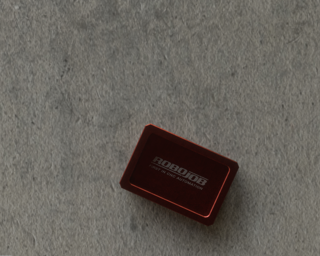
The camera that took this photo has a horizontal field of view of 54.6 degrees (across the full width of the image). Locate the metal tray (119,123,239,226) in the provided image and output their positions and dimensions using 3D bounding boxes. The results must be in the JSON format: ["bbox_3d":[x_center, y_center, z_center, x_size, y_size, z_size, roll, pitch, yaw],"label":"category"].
[{"bbox_3d":[0.025,0.060,0.407,0.130,0.030,0.090,24,90,0],"label":"metal tray"}]
